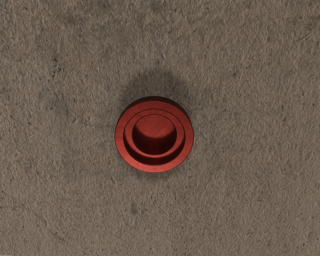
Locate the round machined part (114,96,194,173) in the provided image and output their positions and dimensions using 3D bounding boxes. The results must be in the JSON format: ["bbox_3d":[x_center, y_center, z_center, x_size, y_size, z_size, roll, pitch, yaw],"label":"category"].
[{"bbox_3d":[-0.007,0.005,0.403,0.099,0.042,0.097,0,110,-1],"label":"round machined part"}]
